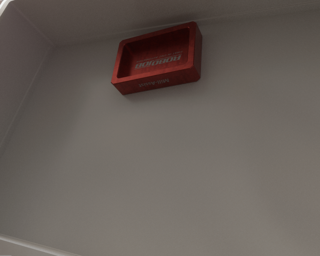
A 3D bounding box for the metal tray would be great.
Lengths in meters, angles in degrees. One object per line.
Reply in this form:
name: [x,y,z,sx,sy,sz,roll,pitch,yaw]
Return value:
metal tray: [-0.004,-0.104,0.466,0.130,0.030,0.090,-7,58,24]
